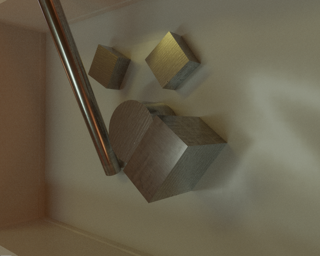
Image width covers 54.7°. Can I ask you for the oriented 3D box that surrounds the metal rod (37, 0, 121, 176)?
[{"bbox_3d":[-0.110,-0.069,0.412,0.025,0.025,0.298,2,117,40],"label":"metal rod"}]

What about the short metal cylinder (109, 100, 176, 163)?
[{"bbox_3d":[-0.021,0.005,0.406,0.080,0.050,0.079,0,90,39],"label":"short metal cylinder"}]

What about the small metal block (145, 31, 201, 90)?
[{"bbox_3d":[0.015,-0.084,0.393,0.050,0.025,0.050,-44,64,31],"label":"small metal block"}]

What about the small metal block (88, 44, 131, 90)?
[{"bbox_3d":[-0.077,-0.092,0.468,0.050,0.025,0.050,38,113,33],"label":"small metal block"}]

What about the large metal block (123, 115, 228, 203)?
[{"bbox_3d":[0.018,0.033,0.355,0.050,0.081,0.080,46,117,30],"label":"large metal block"}]
